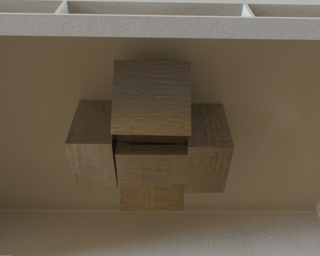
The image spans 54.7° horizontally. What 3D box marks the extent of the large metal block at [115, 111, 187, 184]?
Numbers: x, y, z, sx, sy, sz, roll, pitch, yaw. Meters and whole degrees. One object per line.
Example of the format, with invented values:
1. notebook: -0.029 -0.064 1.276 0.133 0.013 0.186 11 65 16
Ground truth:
1. large metal block: -0.010 0.023 0.391 0.081 0.080 0.050 1 130 -1

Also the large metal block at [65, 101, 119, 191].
1. large metal block: -0.078 0.021 0.389 0.050 0.080 0.079 0 130 -1

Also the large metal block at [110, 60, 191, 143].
1. large metal block: -0.009 -0.026 0.341 0.081 0.080 0.050 1 168 -1

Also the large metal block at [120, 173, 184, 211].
1. large metal block: -0.011 0.081 0.431 0.081 0.080 0.050 0 88 -2

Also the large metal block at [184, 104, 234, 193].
1. large metal block: 0.055 0.025 0.393 0.050 0.080 0.079 1 130 -1
